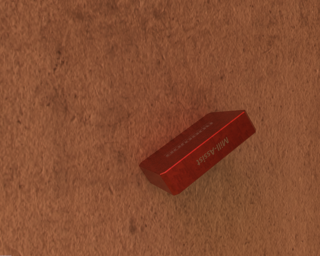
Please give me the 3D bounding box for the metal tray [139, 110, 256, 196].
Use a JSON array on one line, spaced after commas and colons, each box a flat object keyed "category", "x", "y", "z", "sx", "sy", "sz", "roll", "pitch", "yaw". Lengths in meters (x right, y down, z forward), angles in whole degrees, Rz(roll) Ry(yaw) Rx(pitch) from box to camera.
[{"category": "metal tray", "x": 0.044, "y": 0.026, "z": 0.392, "sx": 0.131, "sy": 0.090, "sz": 0.030, "roll": -35, "pitch": 102, "yaw": -17}]
